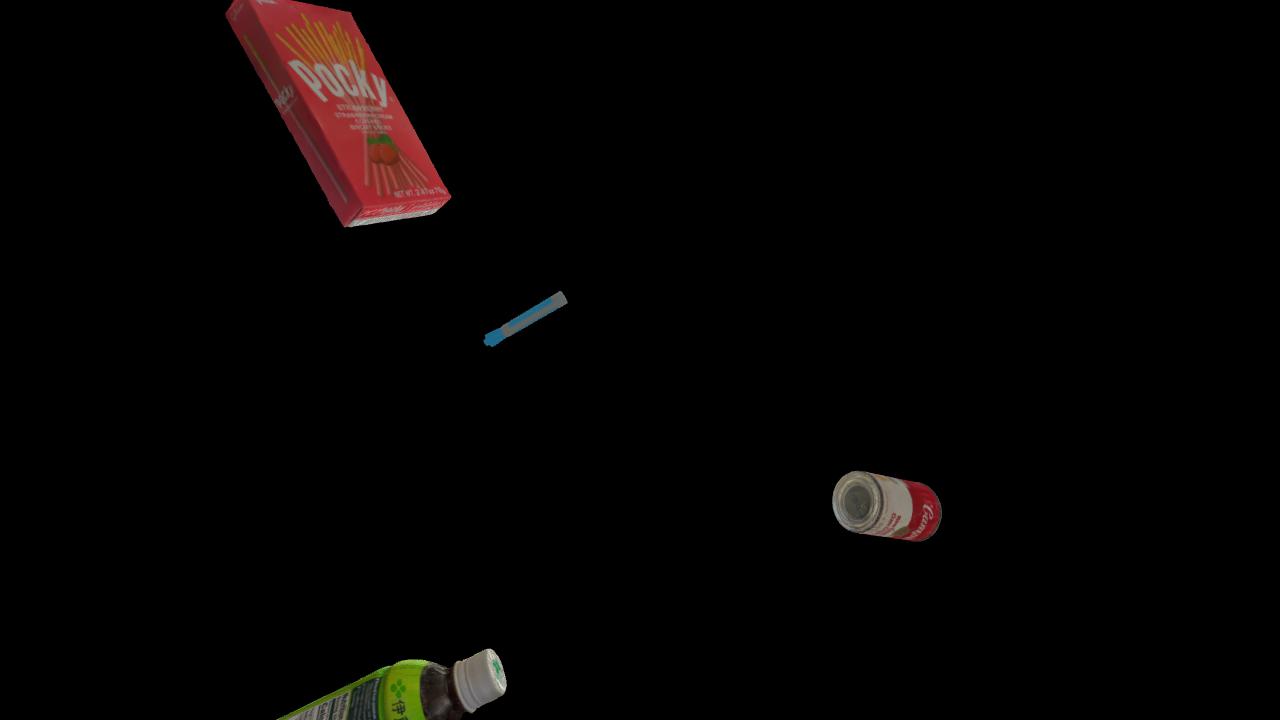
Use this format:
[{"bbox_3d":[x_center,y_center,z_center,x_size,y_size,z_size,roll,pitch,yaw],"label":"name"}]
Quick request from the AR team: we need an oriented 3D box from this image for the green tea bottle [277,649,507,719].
[{"bbox_3d":[-0.191,0.252,0.403,0.212,0.073,0.073,-24,1,-2],"label":"green tea bottle"}]

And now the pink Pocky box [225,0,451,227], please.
[{"bbox_3d":[-0.204,-0.172,0.427,0.029,0.155,0.084,-25,5,31],"label":"pink Pocky box"}]

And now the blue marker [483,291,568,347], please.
[{"bbox_3d":[-0.150,-0.052,0.799,0.121,0.020,0.020,-30,-2,3],"label":"blue marker"}]

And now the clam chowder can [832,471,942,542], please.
[{"bbox_3d":[0.272,0.162,0.681,0.102,0.068,0.068,15,-7,-28],"label":"clam chowder can"}]
